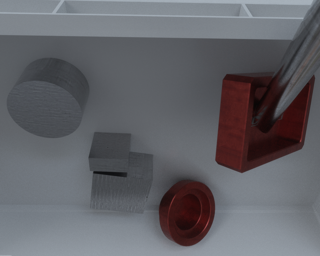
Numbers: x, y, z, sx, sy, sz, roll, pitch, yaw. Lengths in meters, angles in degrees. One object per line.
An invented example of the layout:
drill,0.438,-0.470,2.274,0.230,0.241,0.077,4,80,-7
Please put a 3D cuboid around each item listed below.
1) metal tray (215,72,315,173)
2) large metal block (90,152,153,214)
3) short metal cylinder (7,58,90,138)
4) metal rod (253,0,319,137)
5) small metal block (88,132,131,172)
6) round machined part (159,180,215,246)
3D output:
metal tray,0.115,-0.012,0.327,0.131,0.030,0.089,-11,110,-40
large metal block,-0.057,0.079,0.460,0.081,0.050,0.079,8,130,-8
short metal cylinder,-0.127,-0.034,0.362,0.081,0.050,0.079,0,130,0
metal rod,0.107,-0.020,0.299,0.025,0.025,0.299,-4,160,3
small metal block,-0.066,0.032,0.419,0.050,0.050,0.025,3,130,-3
round machined part,0.038,0.129,0.485,0.098,0.098,0.042,43,157,-30
